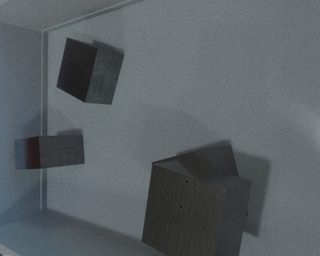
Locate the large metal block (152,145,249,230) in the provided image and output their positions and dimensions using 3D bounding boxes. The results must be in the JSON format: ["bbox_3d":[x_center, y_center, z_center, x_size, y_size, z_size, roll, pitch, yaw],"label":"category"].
[{"bbox_3d":[0.044,0.069,0.354,0.080,0.050,0.080,-20,78,38],"label":"large metal block"}]

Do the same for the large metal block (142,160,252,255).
[{"bbox_3d":[0.034,0.081,0.298,0.080,0.050,0.079,14,99,39],"label":"large metal block"}]

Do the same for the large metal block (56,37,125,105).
[{"bbox_3d":[-0.110,-0.088,0.481,0.080,0.050,0.079,27,107,36],"label":"large metal block"}]

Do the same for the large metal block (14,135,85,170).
[{"bbox_3d":[-0.187,0.041,0.526,0.080,0.081,0.050,-8,85,40],"label":"large metal block"}]
